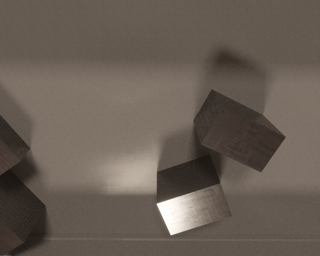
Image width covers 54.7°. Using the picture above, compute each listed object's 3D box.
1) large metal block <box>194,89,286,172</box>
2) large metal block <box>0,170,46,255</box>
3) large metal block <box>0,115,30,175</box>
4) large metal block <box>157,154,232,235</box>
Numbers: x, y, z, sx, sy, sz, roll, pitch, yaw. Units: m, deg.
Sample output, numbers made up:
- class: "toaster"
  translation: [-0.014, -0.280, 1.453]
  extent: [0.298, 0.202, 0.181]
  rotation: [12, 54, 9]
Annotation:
- class: "large metal block"
  translation: [0.093, 0.000, 0.384]
  extent: [0.080, 0.080, 0.050]
  rotation: [25, 108, -9]
- class: "large metal block"
  translation: [-0.215, 0.114, 0.421]
  extent: [0.050, 0.080, 0.080]
  rotation: [-34, 107, 11]
- class: "large metal block"
  translation: [-0.232, 0.027, 0.397]
  extent: [0.080, 0.050, 0.080]
  rotation: [-35, 107, 1]
- class: "large metal block"
  translation: [0.042, 0.086, 0.414]
  extent: [0.080, 0.080, 0.050]
  rotation: [-19, 109, 6]
